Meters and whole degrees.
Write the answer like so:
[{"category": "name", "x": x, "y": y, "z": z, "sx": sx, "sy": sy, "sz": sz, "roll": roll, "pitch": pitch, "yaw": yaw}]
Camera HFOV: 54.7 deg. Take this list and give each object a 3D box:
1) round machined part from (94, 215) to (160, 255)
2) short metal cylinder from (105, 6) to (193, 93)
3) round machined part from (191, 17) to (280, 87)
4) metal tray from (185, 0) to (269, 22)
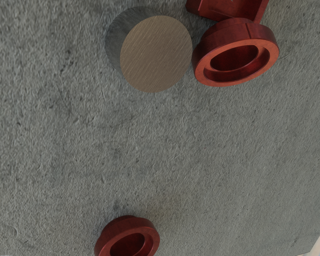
[{"category": "round machined part", "x": -0.053, "y": 0.174, "z": 0.476, "sx": 0.099, "sy": 0.042, "sz": 0.097, "roll": -14, "pitch": 125, "yaw": -21}, {"category": "short metal cylinder", "x": -0.013, "y": -0.084, "z": 0.333, "sx": 0.081, "sy": 0.050, "sz": 0.079, "roll": -14, "pitch": 125, "yaw": -21}, {"category": "round machined part", "x": 0.085, "y": -0.092, "z": 0.367, "sx": 0.099, "sy": 0.042, "sz": 0.098, "roll": -8, "pitch": 158, "yaw": -3}, {"category": "metal tray", "x": 0.091, "y": -0.182, "z": 0.342, "sx": 0.091, "sy": 0.030, "sz": 0.129, "roll": 4, "pitch": 116, "yaw": -31}]
